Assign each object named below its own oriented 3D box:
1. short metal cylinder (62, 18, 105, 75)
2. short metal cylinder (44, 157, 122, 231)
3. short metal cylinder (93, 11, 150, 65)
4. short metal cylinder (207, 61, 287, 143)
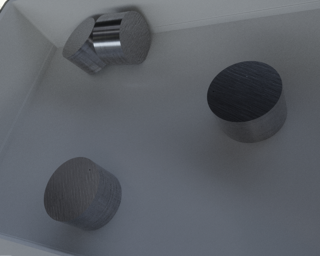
[{"bbox_3d":[-0.119,-0.138,0.525,0.080,0.050,0.080,-25,47,31],"label":"short metal cylinder"},{"bbox_3d":[-0.096,0.083,0.389,0.080,0.050,0.080,-13,56,21],"label":"short metal cylinder"},{"bbox_3d":[-0.059,-0.140,0.487,0.050,0.080,0.080,5,64,30],"label":"short metal cylinder"},{"bbox_3d":[0.100,-0.029,0.355,0.080,0.050,0.080,-13,56,21],"label":"short metal cylinder"}]
